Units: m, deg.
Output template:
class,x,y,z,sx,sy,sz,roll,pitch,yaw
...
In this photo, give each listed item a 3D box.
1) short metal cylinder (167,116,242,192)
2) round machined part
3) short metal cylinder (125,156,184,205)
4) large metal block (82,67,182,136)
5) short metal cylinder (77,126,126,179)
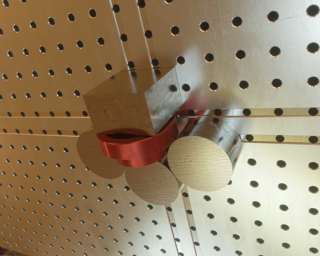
class,x,y,z,sx,sy,sz,roll,pitch,yaw
short metal cylinder,0.056,0.032,0.386,0.080,0.050,0.079,13,124,21
round machined part,-0.026,0.013,0.383,0.098,0.098,0.042,2,119,27
short metal cylinder,-0.002,0.061,0.434,0.080,0.050,0.079,13,124,21
large metal block,-0.029,-0.033,0.370,0.080,0.080,0.050,1,119,28
short metal cylinder,-0.072,0.027,0.450,0.080,0.050,0.079,13,124,21
